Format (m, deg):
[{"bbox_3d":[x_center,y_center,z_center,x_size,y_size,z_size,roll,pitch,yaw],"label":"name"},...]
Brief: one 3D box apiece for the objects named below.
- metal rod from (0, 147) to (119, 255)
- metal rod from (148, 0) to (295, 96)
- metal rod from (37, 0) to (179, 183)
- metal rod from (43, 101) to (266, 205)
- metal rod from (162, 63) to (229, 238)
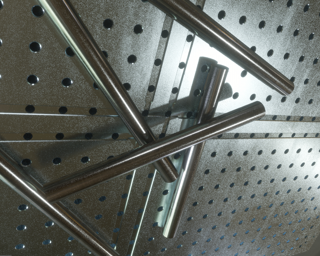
[{"bbox_3d":[-0.134,0.110,0.406,0.025,0.025,0.299,-35,129,-6],"label":"metal rod"},{"bbox_3d":[0.086,-0.107,0.393,0.302,0.025,0.025,22,107,-37],"label":"metal rod"},{"bbox_3d":[-0.043,-0.027,0.371,0.025,0.025,0.299,-35,129,-5],"label":"metal rod"},{"bbox_3d":[0.006,0.025,0.397,0.302,0.025,0.025,-21,127,-16],"label":"metal rod"},{"bbox_3d":[0.047,0.050,0.469,0.025,0.025,0.298,-1,119,-28],"label":"metal rod"}]
